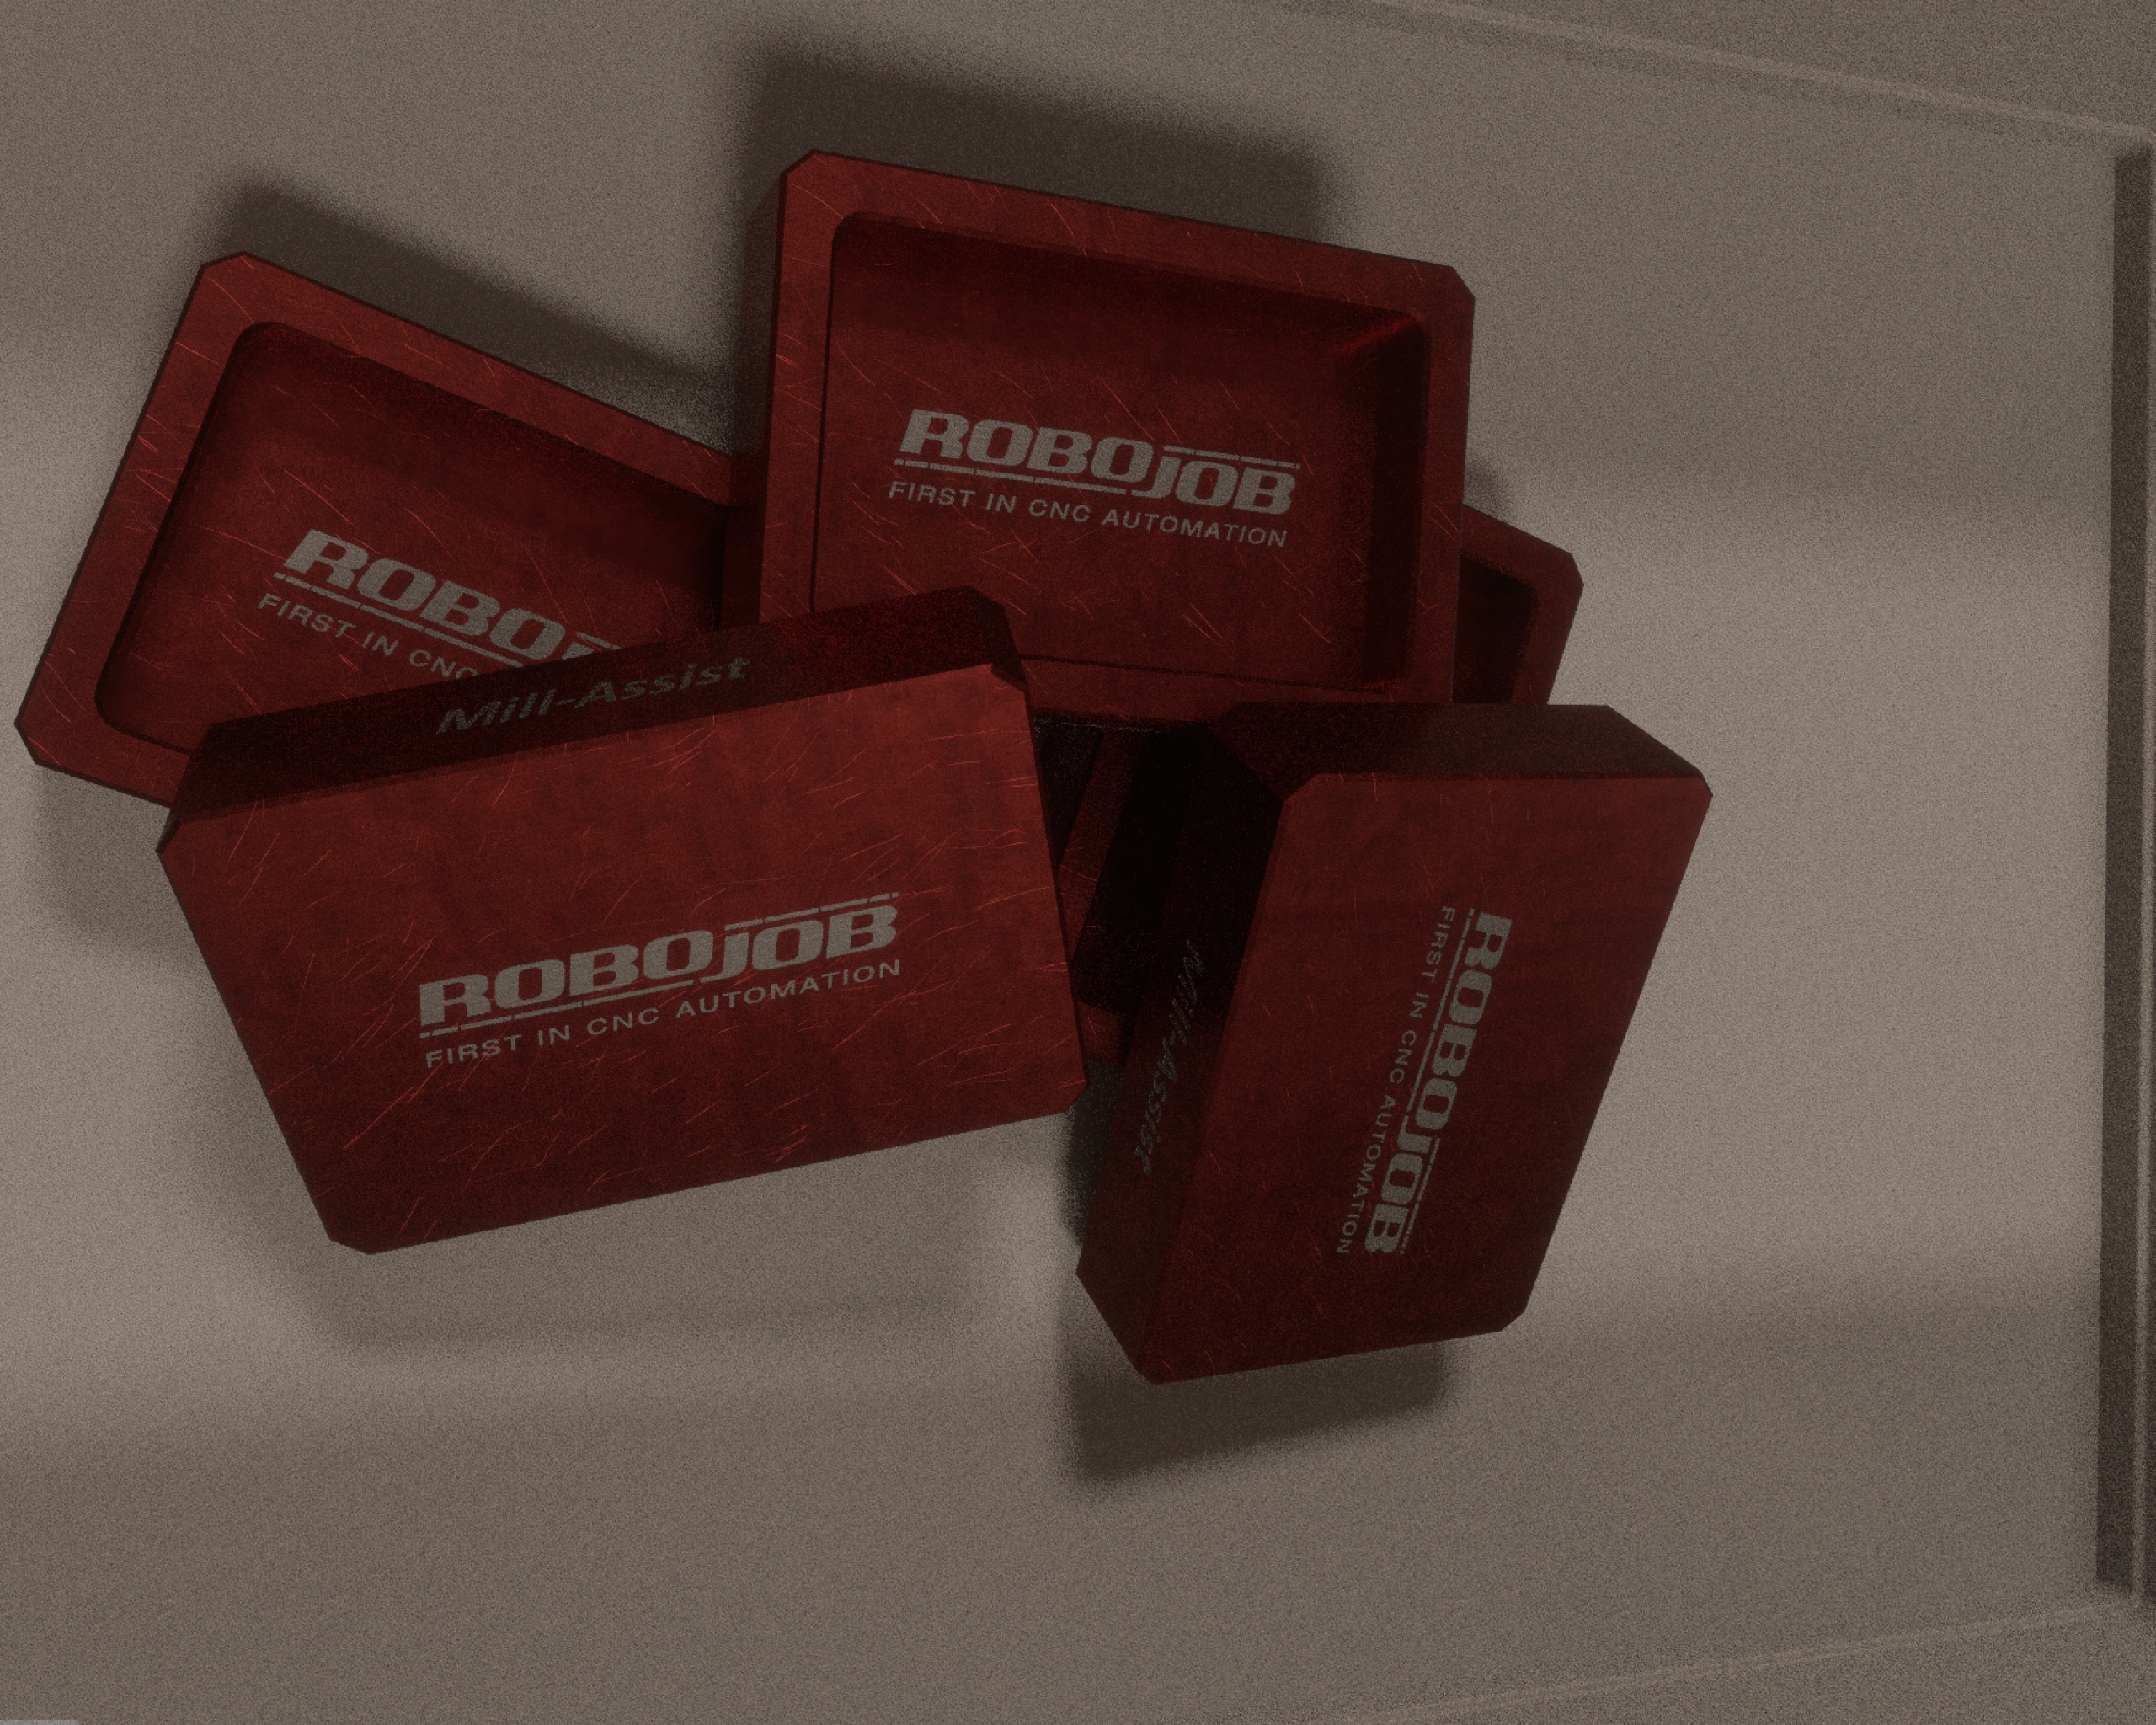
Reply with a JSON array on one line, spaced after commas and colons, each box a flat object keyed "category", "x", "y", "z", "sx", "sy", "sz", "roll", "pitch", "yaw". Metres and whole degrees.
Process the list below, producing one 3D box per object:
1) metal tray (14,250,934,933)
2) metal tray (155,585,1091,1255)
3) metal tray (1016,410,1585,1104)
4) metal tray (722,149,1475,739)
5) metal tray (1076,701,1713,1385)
[{"category": "metal tray", "x": -0.102, "y": -0.038, "z": 0.367, "sx": 0.131, "sy": 0.030, "sz": 0.090, "roll": 21, "pitch": 83, "yaw": -19}, {"category": "metal tray", "x": -0.069, "y": 0.011, "z": 0.345, "sx": 0.131, "sy": 0.030, "sz": 0.089, "roll": -11, "pitch": 124, "yaw": -5}, {"category": "metal tray", "x": 0.041, "y": -0.016, "z": 0.422, "sx": 0.091, "sy": 0.030, "sz": 0.129, "roll": 21, "pitch": 83, "yaw": -19}, {"category": "metal tray", "x": 0.005, "y": -0.069, "z": 0.377, "sx": 0.131, "sy": 0.030, "sz": 0.089, "roll": 4, "pitch": 89, "yaw": -20}, {"category": "metal tray", "x": 0.057, "y": 0.034, "z": 0.394, "sx": 0.091, "sy": 0.030, "sz": 0.129, "roll": -2, "pitch": 119, "yaw": -26}]
